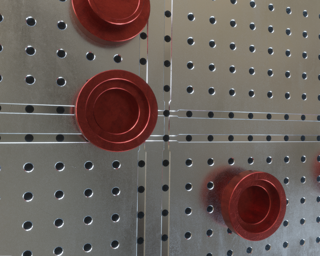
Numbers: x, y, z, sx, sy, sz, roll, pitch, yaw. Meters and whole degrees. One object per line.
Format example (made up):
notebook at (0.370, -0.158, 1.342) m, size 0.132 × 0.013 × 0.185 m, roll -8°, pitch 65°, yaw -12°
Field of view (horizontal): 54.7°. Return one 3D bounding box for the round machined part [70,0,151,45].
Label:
round machined part at (-0.058, -0.156, 0.383) m, size 0.099 × 0.042 × 0.097 m, roll 0°, pitch 90°, yaw -21°

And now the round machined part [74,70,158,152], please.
round machined part at (-0.056, -0.020, 0.384) m, size 0.099 × 0.042 × 0.097 m, roll 0°, pitch 90°, yaw -21°

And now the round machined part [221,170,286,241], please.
round machined part at (0.132, 0.110, 0.454) m, size 0.099 × 0.042 × 0.097 m, roll 0°, pitch 90°, yaw -21°
